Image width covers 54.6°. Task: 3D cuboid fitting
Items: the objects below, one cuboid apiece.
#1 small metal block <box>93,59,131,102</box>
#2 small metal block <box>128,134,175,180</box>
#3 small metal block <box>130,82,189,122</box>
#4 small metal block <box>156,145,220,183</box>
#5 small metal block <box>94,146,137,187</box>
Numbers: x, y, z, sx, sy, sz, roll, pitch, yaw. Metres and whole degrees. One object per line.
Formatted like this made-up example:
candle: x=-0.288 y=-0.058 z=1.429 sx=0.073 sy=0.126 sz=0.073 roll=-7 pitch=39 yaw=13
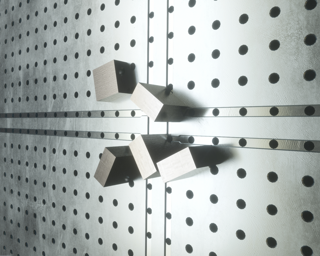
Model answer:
small metal block: x=-0.074 y=-0.070 z=0.472 sx=0.050 sy=0.025 sz=0.050 roll=-15 pitch=81 yaw=39
small metal block: x=-0.006 y=0.036 z=0.399 sx=0.025 sy=0.050 sz=0.050 roll=-38 pitch=67 yaw=33
small metal block: x=-0.001 y=-0.032 z=0.395 sx=0.050 sy=0.050 sz=0.025 roll=44 pitch=117 yaw=31
small metal block: x=0.034 y=0.042 z=0.366 sx=0.050 sy=0.050 sz=0.025 roll=-31 pitch=71 yaw=36
small metal block: x=-0.060 y=0.054 z=0.444 sx=0.025 sy=0.050 sz=0.050 roll=37 pitch=113 yaw=34
